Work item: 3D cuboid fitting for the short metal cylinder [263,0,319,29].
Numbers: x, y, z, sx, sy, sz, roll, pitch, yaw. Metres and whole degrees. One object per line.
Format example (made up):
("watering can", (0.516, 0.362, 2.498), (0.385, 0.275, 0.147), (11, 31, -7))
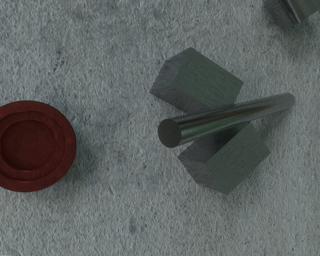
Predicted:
("short metal cylinder", (0.201, -0.191, 0.456), (0.080, 0.080, 0.050), (-43, 104, -15))

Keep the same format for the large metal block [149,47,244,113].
("large metal block", (0.044, -0.052, 0.397), (0.080, 0.080, 0.050), (29, 81, -18))

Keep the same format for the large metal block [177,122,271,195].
("large metal block", (0.082, 0.036, 0.411), (0.080, 0.080, 0.050), (-40, 103, -16))

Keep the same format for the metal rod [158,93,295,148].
("metal rod", (0.104, -0.019, 0.373), (0.302, 0.025, 0.025), (-14, 96, -49))

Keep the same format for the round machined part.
("round machined part", (-0.146, 0.019, 0.346), (0.099, 0.042, 0.097), (0, 90, -21))
